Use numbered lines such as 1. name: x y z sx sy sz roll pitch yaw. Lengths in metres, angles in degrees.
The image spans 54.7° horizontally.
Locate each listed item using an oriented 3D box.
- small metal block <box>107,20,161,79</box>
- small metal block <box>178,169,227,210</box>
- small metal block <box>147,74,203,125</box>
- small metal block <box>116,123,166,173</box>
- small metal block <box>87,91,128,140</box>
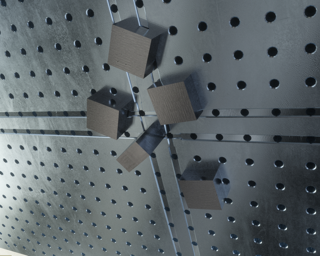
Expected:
1. small metal block: -0.032 -0.094 0.369 0.050 0.025 0.050 24 127 12
2. small metal block: 0.060 0.086 0.432 0.050 0.025 0.050 -6 116 30
3. small metal block: 0.019 -0.034 0.379 0.050 0.025 0.050 -8 115 31
4. small metal block: -0.026 0.027 0.424 0.025 0.050 0.050 45 129 -4
5. small metal block: -0.075 -0.017 0.438 0.050 0.025 0.050 21 126 15
